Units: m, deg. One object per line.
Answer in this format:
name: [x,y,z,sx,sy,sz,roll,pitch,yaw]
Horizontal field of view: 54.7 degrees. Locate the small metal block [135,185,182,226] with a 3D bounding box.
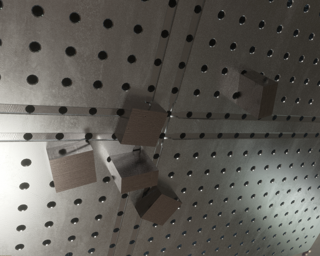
small metal block: [-0.002,0.121,0.487,0.050,0.025,0.050,34,99,-39]

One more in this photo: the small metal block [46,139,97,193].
small metal block: [-0.108,0.047,0.382,0.050,0.025,0.050,-13,124,-22]

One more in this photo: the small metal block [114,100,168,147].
small metal block: [-0.024,-0.005,0.396,0.050,0.025,0.050,7,115,-32]

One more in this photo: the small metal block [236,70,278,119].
small metal block: [0.137,-0.048,0.442,0.025,0.050,0.050,-16,125,-20]

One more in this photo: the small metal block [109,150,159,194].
small metal block: [-0.036,0.056,0.412,0.050,0.050,0.025,-9,122,-24]
